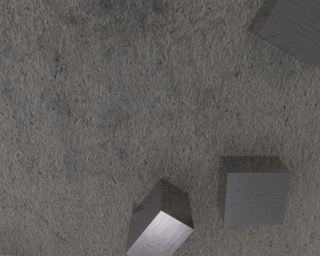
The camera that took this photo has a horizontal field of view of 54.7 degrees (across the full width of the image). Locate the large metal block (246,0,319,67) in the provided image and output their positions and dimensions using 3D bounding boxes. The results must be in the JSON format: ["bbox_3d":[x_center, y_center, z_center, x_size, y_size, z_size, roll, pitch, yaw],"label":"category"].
[{"bbox_3d":[0.160,-0.127,0.351,0.080,0.050,0.080,25,108,-9],"label":"large metal block"}]

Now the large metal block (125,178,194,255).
[{"bbox_3d":[-0.001,0.130,0.428,0.050,0.080,0.080,33,107,-12],"label":"large metal block"}]

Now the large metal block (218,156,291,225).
[{"bbox_3d":[0.126,0.086,0.429,0.081,0.050,0.079,0,110,0],"label":"large metal block"}]
